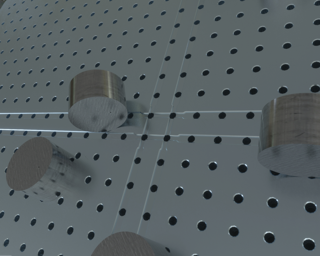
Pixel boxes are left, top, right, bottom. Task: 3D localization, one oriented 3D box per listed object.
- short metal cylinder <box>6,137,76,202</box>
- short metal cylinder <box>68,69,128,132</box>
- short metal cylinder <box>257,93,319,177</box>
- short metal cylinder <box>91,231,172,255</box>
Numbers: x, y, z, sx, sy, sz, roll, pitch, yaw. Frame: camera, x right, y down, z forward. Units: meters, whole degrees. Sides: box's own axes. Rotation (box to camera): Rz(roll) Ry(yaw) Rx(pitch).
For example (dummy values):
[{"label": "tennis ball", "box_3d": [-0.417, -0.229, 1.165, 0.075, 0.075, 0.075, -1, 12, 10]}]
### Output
[{"label": "short metal cylinder", "box_3d": [-0.170, 0.059, 0.445, 0.080, 0.050, 0.080, -13, 56, 21]}, {"label": "short metal cylinder", "box_3d": [-0.089, -0.037, 0.442, 0.080, 0.080, 0.050, -21, 54, 15]}, {"label": "short metal cylinder", "box_3d": [0.137, 0.010, 0.295, 0.080, 0.080, 0.050, -1, 62, 28]}, {"label": "short metal cylinder", "box_3d": [-0.028, 0.151, 0.314, 0.080, 0.050, 0.080, -13, 56, 21]}]
